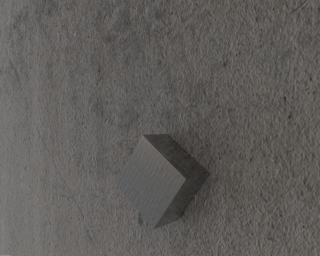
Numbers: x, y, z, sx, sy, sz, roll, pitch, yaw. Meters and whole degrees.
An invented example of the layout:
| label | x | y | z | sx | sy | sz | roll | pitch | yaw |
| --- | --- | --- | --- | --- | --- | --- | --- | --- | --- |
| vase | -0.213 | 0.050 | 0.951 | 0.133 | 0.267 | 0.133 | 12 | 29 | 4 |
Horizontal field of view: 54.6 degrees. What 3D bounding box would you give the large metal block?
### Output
| label | x | y | z | sx | sy | sz | roll | pitch | yaw |
| --- | --- | --- | --- | --- | --- | --- | --- | --- | --- |
| large metal block | 0.001 | 0.064 | 0.389 | 0.080 | 0.050 | 0.080 | 44 | 116 | 31 |
